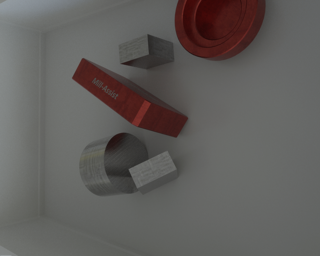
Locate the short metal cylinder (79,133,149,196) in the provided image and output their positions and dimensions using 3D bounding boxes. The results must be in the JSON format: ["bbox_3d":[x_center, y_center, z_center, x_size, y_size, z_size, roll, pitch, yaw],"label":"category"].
[{"bbox_3d":[-0.060,0.050,0.418,0.050,0.081,0.080,-16,80,39],"label":"short metal cylinder"}]

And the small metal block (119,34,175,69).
[{"bbox_3d":[-0.017,-0.097,0.403,0.050,0.050,0.025,-7,86,39],"label":"small metal block"}]

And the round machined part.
[{"bbox_3d":[0.068,-0.122,0.339,0.098,0.042,0.097,0,90,39],"label":"round machined part"}]

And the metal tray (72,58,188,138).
[{"bbox_3d":[-0.038,-0.038,0.390,0.130,0.090,0.030,35,100,34],"label":"metal tray"}]

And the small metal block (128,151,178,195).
[{"bbox_3d":[-0.007,0.056,0.381,0.050,0.050,0.025,-25,69,-5],"label":"small metal block"}]
